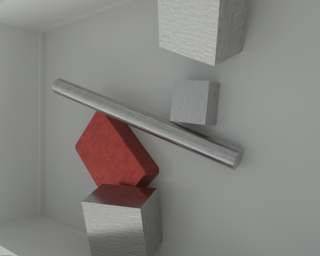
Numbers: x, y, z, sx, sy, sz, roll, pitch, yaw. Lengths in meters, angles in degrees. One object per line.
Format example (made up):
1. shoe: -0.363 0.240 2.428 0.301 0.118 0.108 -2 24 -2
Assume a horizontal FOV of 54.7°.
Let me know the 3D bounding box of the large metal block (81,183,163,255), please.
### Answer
1. large metal block: -0.047 0.122 0.400 0.080 0.050 0.079 1 107 22

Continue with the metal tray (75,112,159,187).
1. metal tray: -0.068 0.044 0.457 0.130 0.030 0.090 52 120 27

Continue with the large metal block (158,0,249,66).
1. large metal block: 0.044 -0.122 0.332 0.080 0.050 0.079 29 137 35

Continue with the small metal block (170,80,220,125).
1. small metal block: 0.042 -0.031 0.371 0.050 0.025 0.050 8 95 39

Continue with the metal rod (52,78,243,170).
1. metal rod: -0.036 -0.015 0.409 0.300 0.025 0.025 22 104 29
